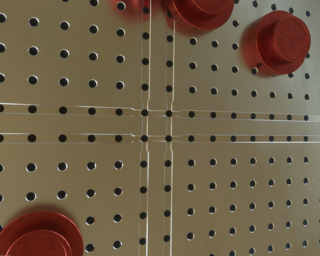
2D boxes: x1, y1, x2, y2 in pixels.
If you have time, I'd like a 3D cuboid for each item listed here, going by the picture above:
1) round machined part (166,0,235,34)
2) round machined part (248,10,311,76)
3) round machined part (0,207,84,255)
[{"bbox_3d":[0.061,-0.184,0.425,0.099,0.042,0.097,0,90,-20],"label":"round machined part"},{"bbox_3d":[0.188,-0.131,0.472,0.099,0.042,0.097,0,90,-20],"label":"round machined part"},{"bbox_3d":[-0.137,0.144,0.353,0.099,0.042,0.097,0,90,-20],"label":"round machined part"}]
